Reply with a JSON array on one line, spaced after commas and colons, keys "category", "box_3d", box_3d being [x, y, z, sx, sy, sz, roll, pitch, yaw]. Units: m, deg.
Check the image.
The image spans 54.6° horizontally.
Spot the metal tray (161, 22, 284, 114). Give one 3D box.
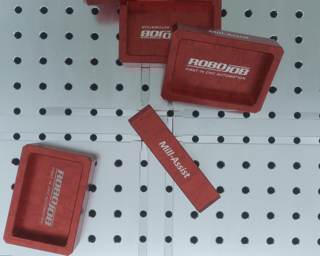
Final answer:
[{"category": "metal tray", "box_3d": [0.072, -0.072, 0.383, 0.131, 0.030, 0.089, 8, 123, -5]}]

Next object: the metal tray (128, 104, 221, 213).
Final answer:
[{"category": "metal tray", "box_3d": [0.016, 0.034, 0.380, 0.030, 0.090, 0.130, -38, 90, 0]}]

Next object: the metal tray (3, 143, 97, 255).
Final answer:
[{"category": "metal tray", "box_3d": [-0.144, 0.092, 0.409, 0.090, 0.030, 0.129, 12, 90, 0]}]

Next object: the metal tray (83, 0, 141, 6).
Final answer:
[{"category": "metal tray", "box_3d": [-0.057, -0.223, 0.393, 0.090, 0.030, 0.130, -6, 74, 0]}]

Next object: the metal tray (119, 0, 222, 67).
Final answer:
[{"category": "metal tray", "box_3d": [0.013, -0.127, 0.410, 0.131, 0.030, 0.090, 1, 90, 0]}]
